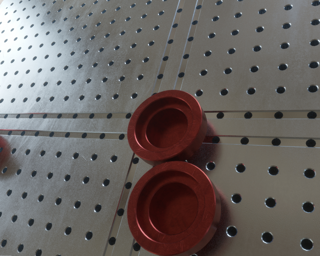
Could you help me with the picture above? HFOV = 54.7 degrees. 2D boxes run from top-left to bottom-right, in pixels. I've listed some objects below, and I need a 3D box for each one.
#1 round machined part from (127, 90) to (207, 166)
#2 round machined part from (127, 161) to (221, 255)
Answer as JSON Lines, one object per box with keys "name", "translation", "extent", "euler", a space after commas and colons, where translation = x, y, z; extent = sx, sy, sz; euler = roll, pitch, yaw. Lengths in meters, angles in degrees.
{"name": "round machined part", "translation": [0.012, 0.004, 0.388], "extent": [0.098, 0.042, 0.098], "euler": [-13, 56, 20]}
{"name": "round machined part", "translation": [0.018, 0.088, 0.333], "extent": [0.098, 0.042, 0.098], "euler": [-13, 56, 20]}
